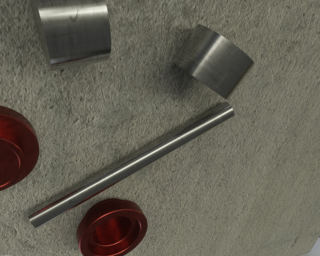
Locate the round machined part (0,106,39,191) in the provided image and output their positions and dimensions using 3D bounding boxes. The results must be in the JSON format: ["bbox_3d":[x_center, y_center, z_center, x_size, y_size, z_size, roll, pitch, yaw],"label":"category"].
[{"bbox_3d":[-0.176,0.028,0.317,0.099,0.042,0.097,-14,125,-21],"label":"round machined part"}]

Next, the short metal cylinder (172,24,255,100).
[{"bbox_3d":[0.061,-0.075,0.360,0.080,0.080,0.050,27,103,-38],"label":"short metal cylinder"}]

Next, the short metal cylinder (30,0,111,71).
[{"bbox_3d":[-0.080,-0.094,0.270,0.050,0.080,0.079,-16,125,-20],"label":"short metal cylinder"}]

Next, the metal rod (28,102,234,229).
[{"bbox_3d":[-0.031,0.045,0.419,0.302,0.025,0.025,-29,129,-10],"label":"metal rod"}]

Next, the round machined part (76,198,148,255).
[{"bbox_3d":[-0.071,0.141,0.446,0.099,0.042,0.097,-14,125,-21],"label":"round machined part"}]
